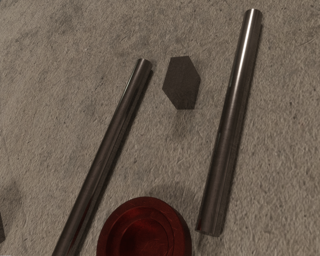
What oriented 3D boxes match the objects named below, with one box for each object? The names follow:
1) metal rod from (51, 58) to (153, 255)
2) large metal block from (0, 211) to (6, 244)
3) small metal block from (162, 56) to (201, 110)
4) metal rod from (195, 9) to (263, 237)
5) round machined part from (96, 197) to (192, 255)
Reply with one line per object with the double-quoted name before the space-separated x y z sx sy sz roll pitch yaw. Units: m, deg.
"metal rod" -0.071 0.032 0.419 0.025 0.025 0.300 7 65 31
"large metal block" -0.277 0.147 0.421 0.080 0.080 0.050 -39 51 2
"small metal block" 0.030 -0.058 0.407 0.025 0.050 0.050 1 62 28
"metal rod" 0.089 -0.025 0.371 0.025 0.025 0.300 3 63 29
"round machined part" -0.013 0.125 0.322 0.098 0.042 0.098 -13 56 20
